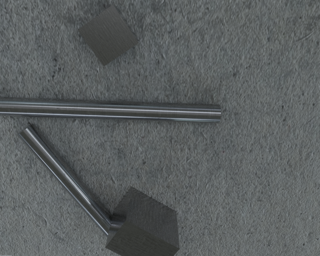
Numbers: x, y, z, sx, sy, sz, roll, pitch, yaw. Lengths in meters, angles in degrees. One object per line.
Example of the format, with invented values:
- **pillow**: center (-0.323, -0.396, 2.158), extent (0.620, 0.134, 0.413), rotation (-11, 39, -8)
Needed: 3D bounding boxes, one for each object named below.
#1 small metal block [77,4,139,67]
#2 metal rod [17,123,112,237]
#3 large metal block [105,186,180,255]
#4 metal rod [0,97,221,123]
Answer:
- **small metal block**: center (-0.060, -0.110, 0.368), extent (0.050, 0.025, 0.050), rotation (-32, 108, 10)
- **metal rod**: center (-0.096, 0.118, 0.452), extent (0.025, 0.025, 0.299), rotation (-32, 108, 10)
- **large metal block**: center (-0.022, 0.139, 0.432), extent (0.080, 0.080, 0.050), rotation (32, 107, -11)
- **metal rod**: center (-0.074, -0.023, 0.400), extent (0.302, 0.025, 0.025), rotation (2, 110, -2)
